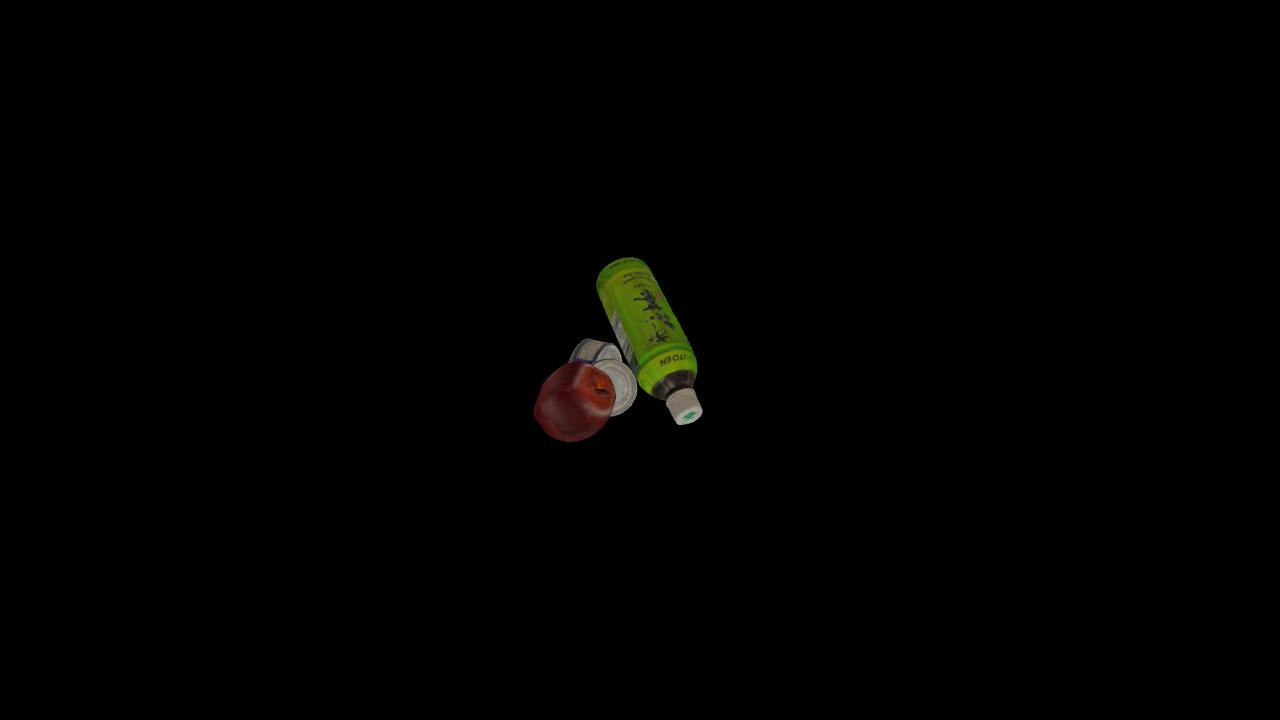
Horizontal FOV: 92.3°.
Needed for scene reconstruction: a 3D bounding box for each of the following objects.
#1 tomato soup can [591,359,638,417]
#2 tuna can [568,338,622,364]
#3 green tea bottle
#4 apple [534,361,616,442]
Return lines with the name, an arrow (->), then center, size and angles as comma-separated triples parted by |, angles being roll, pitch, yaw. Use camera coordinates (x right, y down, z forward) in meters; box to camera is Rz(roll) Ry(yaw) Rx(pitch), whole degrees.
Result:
tomato soup can -> -0.048, 0.034, 0.734 | 0.068, 0.068, 0.101 | 0, -2, -16
tuna can -> -0.053, 0.018, 0.738 | 0.034, 0.084, 0.084 | 11, 5, 24
green tea bottle -> 0.013, -0.021, 0.677 | 0.073, 0.212, 0.073 | -16, -34, -11
apple -> -0.066, 0.045, 0.631 | 0.093, 0.079, 0.079 | -27, -17, 36
